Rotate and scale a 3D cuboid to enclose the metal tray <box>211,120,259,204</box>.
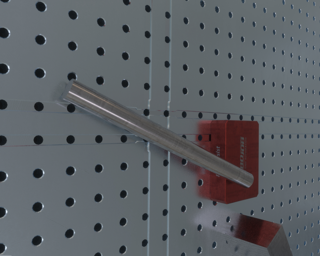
[{"bbox_3d":[0.125,0.052,0.511,0.091,0.030,0.129,0,90,-40],"label":"metal tray"}]

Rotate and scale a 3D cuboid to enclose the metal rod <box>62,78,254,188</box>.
[{"bbox_3d":[0.018,0.020,0.402,0.301,0.025,0.025,28,73,-30],"label":"metal rod"}]

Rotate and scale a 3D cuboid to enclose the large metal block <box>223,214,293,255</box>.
[{"bbox_3d":[0.163,0.197,0.511,0.050,0.080,0.080,-38,114,-34],"label":"large metal block"}]
